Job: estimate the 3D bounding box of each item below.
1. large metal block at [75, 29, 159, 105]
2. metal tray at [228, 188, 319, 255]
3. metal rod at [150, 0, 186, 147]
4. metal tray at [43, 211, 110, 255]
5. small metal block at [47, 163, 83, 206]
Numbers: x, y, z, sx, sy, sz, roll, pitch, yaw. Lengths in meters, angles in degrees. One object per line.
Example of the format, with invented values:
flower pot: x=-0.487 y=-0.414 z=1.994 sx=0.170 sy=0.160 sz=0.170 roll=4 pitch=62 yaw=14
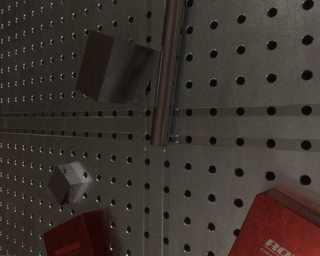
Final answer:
large metal block: x=-0.057 y=-0.079 z=0.418 sx=0.050 sy=0.081 sz=0.079 roll=29 pitch=108 yaw=36
metal tray: x=0.138 y=0.129 z=0.291 sx=0.130 sy=0.030 sz=0.089 roll=30 pitch=109 yaw=35
metal rod: x=0.016 y=-0.125 z=0.394 sx=0.025 sy=0.025 sz=0.298 roll=11 pitch=97 yaw=39
metal tray: x=-0.143 y=0.203 z=0.521 sx=0.130 sy=0.030 sz=0.090 roll=-33 pitch=70 yaw=35
small metal block: x=-0.168 y=0.099 z=0.544 sx=0.050 sy=0.025 sz=0.050 roll=45 pitch=116 yaw=30
